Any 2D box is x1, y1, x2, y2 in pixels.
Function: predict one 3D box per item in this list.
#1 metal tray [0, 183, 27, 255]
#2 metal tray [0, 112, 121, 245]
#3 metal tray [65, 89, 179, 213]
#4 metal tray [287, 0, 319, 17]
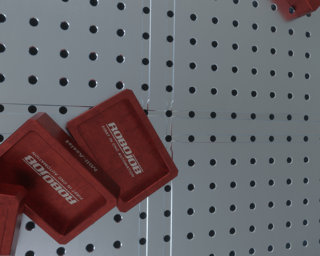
[{"bbox_3d":[-0.213,0.096,0.312,0.131,0.030,0.089,12,98,-12],"label":"metal tray"},{"bbox_3d":[-0.120,0.058,0.346,0.090,0.030,0.130,-39,104,11],"label":"metal tray"},{"bbox_3d":[-0.046,0.028,0.392,0.090,0.030,0.130,-33,101,-17],"label":"metal tray"},{"bbox_3d":[0.248,-0.257,0.500,0.130,0.030,0.090,-47,105,-14],"label":"metal tray"}]
